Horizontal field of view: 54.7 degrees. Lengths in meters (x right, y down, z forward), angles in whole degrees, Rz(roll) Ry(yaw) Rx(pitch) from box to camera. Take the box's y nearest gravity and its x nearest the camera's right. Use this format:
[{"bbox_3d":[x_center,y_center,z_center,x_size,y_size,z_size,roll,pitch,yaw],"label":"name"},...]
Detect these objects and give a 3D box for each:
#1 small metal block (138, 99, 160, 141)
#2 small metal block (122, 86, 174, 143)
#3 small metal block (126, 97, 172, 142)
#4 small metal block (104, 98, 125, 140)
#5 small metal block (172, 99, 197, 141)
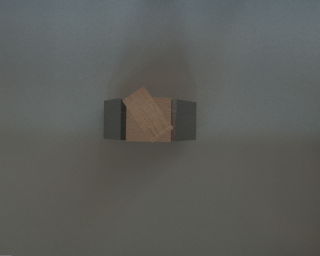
[{"bbox_3d":[-0.013,-0.009,0.397,0.025,0.050,0.050,1,90,0],"label":"small metal block"},{"bbox_3d":[-0.011,-0.013,0.321,0.025,0.050,0.050,-35,90,1],"label":"small metal block"},{"bbox_3d":[-0.013,-0.009,0.359,0.050,0.025,0.050,1,90,0],"label":"small metal block"},{"bbox_3d":[-0.050,-0.011,0.394,0.025,0.050,0.050,1,90,-34],"label":"small metal block"},{"bbox_3d":[0.023,-0.009,0.395,0.025,0.050,0.050,1,90,34],"label":"small metal block"}]
